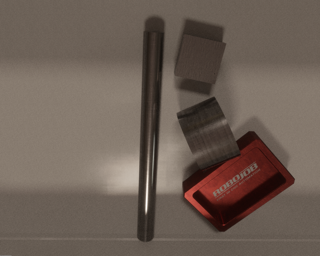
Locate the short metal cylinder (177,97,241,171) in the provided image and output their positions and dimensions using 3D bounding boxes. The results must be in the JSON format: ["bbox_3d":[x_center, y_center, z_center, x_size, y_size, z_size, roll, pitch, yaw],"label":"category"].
[{"bbox_3d":[0.060,0.007,0.386,0.050,0.080,0.080,-24,109,8],"label":"short metal cylinder"}]

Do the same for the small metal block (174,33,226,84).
[{"bbox_3d":[0.048,-0.086,0.381,0.050,0.025,0.050,11,110,-5],"label":"small metal block"}]

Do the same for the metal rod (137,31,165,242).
[{"bbox_3d":[-0.015,0.025,0.420,0.025,0.025,0.298,3,110,-2],"label":"metal rod"}]

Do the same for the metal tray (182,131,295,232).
[{"bbox_3d":[0.108,0.078,0.438,0.130,0.030,0.090,-40,106,13],"label":"metal tray"}]
